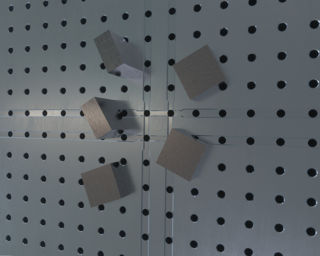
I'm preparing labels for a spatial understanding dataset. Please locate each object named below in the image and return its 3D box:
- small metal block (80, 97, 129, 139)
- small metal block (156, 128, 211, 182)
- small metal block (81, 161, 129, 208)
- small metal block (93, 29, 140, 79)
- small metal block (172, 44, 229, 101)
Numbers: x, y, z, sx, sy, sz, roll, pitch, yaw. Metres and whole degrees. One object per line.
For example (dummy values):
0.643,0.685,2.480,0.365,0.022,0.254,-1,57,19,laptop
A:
-0.075,-0.013,0.426,0.025,0.050,0.050,-32,80,17,small metal block
0.030,0.034,0.402,0.050,0.025,0.050,27,99,18,small metal block
-0.078,0.080,0.441,0.050,0.025,0.050,-21,83,19,small metal block
-0.058,-0.098,0.420,0.025,0.050,0.050,-27,81,18,small metal block
0.052,-0.069,0.395,0.050,0.025,0.050,-29,81,17,small metal block
